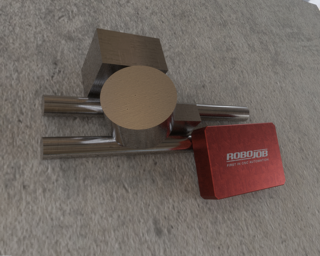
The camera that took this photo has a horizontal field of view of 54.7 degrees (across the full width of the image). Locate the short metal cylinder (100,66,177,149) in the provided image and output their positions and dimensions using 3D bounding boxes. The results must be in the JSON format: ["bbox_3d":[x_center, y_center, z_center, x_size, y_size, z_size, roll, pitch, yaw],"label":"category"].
[{"bbox_3d":[-0.023,-0.023,0.346,0.081,0.050,0.080,1,63,-1],"label":"short metal cylinder"}]

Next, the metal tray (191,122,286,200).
[{"bbox_3d":[0.109,0.041,0.419,0.131,0.030,0.090,-3,81,-31],"label":"metal tray"}]

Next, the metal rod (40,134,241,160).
[{"bbox_3d":[0.008,0.021,0.399,0.303,0.025,0.025,0,62,-29],"label":"metal rod"}]

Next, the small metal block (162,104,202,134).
[{"bbox_3d":[0.017,-0.008,0.404,0.050,0.050,0.025,1,62,-28],"label":"small metal block"}]

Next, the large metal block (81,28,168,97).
[{"bbox_3d":[-0.048,-0.072,0.390,0.081,0.080,0.050,1,62,-28],"label":"large metal block"}]

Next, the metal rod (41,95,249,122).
[{"bbox_3d":[0.001,-0.024,0.422,0.303,0.025,0.025,1,62,-28],"label":"metal rod"}]
